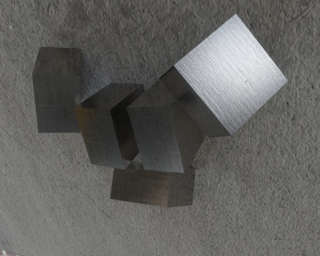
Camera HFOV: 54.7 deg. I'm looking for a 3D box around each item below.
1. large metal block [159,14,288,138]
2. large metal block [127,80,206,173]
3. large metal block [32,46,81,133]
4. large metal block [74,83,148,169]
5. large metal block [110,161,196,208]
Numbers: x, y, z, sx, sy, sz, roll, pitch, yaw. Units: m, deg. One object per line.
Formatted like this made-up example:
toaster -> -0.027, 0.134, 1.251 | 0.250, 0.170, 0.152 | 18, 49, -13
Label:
large metal block -> 0.060, -0.047, 0.303 | 0.080, 0.080, 0.050 | 50, 166, -7
large metal block -> 0.012, -0.005, 0.362 | 0.050, 0.080, 0.079 | 1, 119, 27
large metal block -> -0.128, -0.050, 0.396 | 0.050, 0.080, 0.079 | 0, 126, -14
large metal block -> -0.054, -0.006, 0.396 | 0.050, 0.080, 0.079 | 5, 121, 25
large metal block -> -0.007, 0.073, 0.412 | 0.080, 0.080, 0.050 | 1, 80, 27
